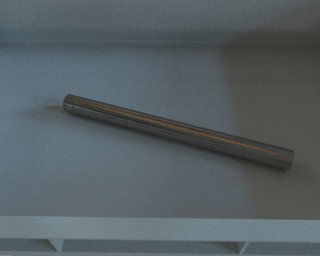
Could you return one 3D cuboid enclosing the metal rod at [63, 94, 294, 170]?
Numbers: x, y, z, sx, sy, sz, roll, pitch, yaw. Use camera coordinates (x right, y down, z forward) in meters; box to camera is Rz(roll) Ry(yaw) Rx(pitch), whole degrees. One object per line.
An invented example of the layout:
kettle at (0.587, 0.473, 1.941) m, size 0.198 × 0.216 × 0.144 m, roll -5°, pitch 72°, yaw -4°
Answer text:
metal rod at (0.014, 0.002, 0.402) m, size 0.301 × 0.025 × 0.025 m, roll 15°, pitch 52°, yaw 12°
